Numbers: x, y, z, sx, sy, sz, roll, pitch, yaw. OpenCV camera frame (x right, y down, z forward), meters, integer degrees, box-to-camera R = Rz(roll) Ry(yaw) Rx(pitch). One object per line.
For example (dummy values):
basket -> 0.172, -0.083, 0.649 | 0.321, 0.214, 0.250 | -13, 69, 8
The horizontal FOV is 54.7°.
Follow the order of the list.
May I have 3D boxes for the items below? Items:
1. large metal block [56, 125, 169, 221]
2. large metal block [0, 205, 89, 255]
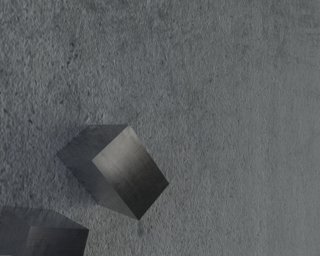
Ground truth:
large metal block -> -0.050, 0.043, 0.326 | 0.050, 0.080, 0.080 | -47, 118, -30
large metal block -> -0.113, 0.119, 0.274 | 0.050, 0.080, 0.080 | 19, 78, -39
